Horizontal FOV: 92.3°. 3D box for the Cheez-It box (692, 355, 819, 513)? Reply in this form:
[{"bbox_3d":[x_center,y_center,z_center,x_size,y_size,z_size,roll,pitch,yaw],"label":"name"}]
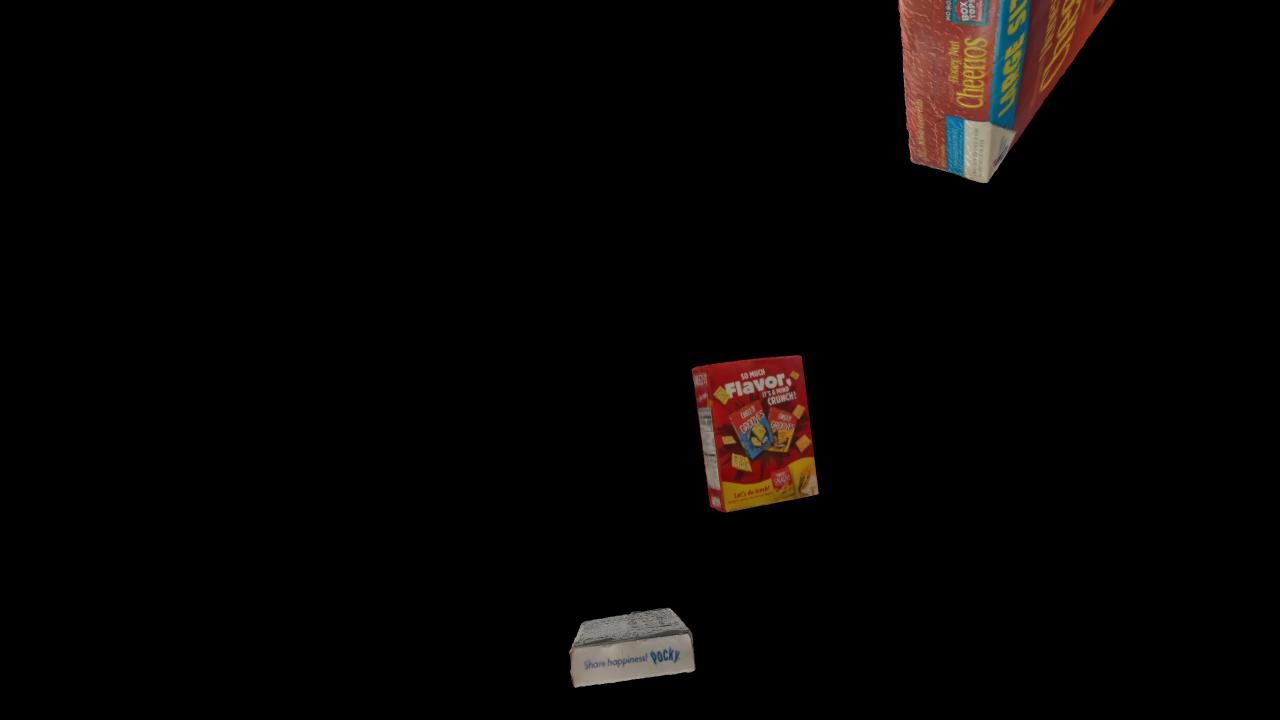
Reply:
[{"bbox_3d":[0.179,0.110,0.957,0.166,0.223,0.071,-6,-3,-19],"label":"Cheez-It box"}]

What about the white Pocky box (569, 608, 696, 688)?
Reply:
[{"bbox_3d":[-0.008,0.218,0.476,0.084,0.028,0.154,-6,-16,-5],"label":"white Pocky box"}]

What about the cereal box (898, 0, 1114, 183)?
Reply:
[{"bbox_3d":[0.302,-0.312,0.442,0.081,0.306,0.203,32,-6,34],"label":"cereal box"}]
